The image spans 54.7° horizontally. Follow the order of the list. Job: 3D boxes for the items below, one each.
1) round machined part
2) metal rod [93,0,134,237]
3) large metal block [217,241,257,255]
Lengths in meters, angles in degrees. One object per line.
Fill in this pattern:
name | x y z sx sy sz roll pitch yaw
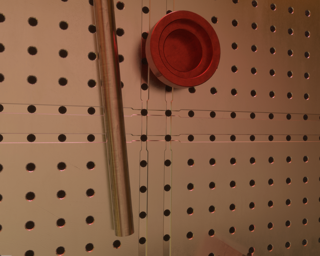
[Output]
round machined part | 0.027 -0.101 0.413 0.099 0.042 0.097 0 90 -20
metal rod | -0.058 -0.014 0.391 0.025 0.025 0.298 -6 92 -20
large metal block | 0.118 0.222 0.443 0.080 0.050 0.080 29 81 -18
